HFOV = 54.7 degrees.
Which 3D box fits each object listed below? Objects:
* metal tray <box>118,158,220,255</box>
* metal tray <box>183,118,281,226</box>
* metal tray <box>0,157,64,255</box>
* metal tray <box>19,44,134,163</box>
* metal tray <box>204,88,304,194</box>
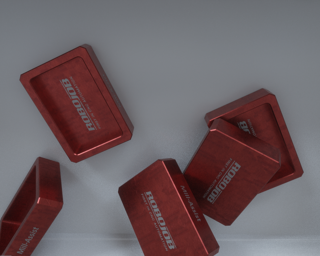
[{"bbox_3d":[0.006,0.116,0.400,0.090,0.030,0.130,-38,67,29],"label":"metal tray"},{"bbox_3d":[0.082,0.061,0.402,0.090,0.030,0.129,28,125,4],"label":"metal tray"},{"bbox_3d":[-0.176,0.115,0.413,0.030,0.090,0.129,25,109,-32],"label":"metal tray"},{"bbox_3d":[-0.102,-0.029,0.396,0.090,0.030,0.129,-24,109,8],"label":"metal tray"},{"bbox_3d":[0.127,0.023,0.419,0.090,0.030,0.130,-25,109,8],"label":"metal tray"}]
